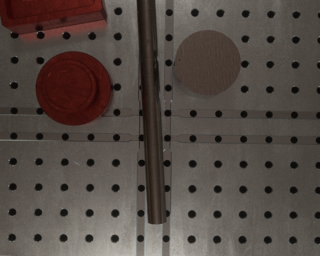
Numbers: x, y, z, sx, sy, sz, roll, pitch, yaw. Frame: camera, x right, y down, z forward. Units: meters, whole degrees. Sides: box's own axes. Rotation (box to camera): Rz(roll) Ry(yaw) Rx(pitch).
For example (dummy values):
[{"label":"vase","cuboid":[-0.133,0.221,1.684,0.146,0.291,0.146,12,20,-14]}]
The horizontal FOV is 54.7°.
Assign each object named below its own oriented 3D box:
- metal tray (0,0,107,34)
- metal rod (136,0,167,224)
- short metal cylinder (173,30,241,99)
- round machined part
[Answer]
[{"label":"metal tray","cuboid":[-0.144,-0.182,0.408,0.131,0.030,0.089,-10,90,-1]},{"label":"metal rod","cuboid":[-0.011,-0.024,0.413,0.025,0.025,0.298,-3,90,-1]},{"label":"short metal cylinder","cuboid":[0.058,-0.080,0.402,0.081,0.050,0.079,0,90,-1]},{"label":"round machined part","cuboid":[-0.113,-0.052,0.403,0.099,0.042,0.097,0,90,-1]}]
